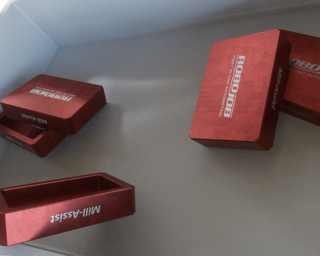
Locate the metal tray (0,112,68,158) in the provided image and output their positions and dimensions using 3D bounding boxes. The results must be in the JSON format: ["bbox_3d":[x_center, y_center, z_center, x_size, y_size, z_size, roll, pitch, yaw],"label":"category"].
[{"bbox_3d":[-0.200,-0.011,0.499,0.130,0.030,0.090,17,55,34],"label":"metal tray"}]

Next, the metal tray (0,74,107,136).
[{"bbox_3d":[-0.160,-0.040,0.473,0.130,0.030,0.090,13,42,22],"label":"metal tray"}]

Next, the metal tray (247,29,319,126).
[{"bbox_3d":[0.169,-0.057,0.348,0.130,0.030,0.090,30,78,37],"label":"metal tray"}]

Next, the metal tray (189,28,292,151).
[{"bbox_3d":[0.090,-0.042,0.354,0.090,0.030,0.130,1,70,46],"label":"metal tray"}]

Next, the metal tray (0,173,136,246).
[{"bbox_3d":[-0.104,0.079,0.332,0.090,0.131,0.030,6,99,57],"label":"metal tray"}]
